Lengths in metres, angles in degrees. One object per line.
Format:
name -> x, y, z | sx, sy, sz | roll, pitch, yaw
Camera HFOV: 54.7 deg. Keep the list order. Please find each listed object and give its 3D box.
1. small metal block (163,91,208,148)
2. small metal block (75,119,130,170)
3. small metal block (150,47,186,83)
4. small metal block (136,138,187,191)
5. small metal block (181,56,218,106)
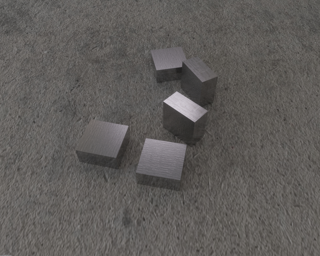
small metal block -> 0.031, -0.011, 0.396 | 0.050, 0.050, 0.025 | 36, 59, 26
small metal block -> -0.069, 0.020, 0.386 | 0.050, 0.025, 0.050 | 10, 51, 8
small metal block -> 0.015, -0.100, 0.487 | 0.050, 0.025, 0.050 | -9, 51, -8
small metal block -> 0.003, 0.043, 0.367 | 0.050, 0.025, 0.050 | 9, 51, 7
small metal block -> 0.055, -0.065, 0.442 | 0.025, 0.050, 0.050 | -23, 54, -18
